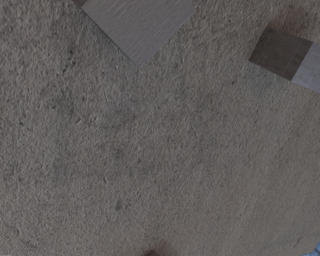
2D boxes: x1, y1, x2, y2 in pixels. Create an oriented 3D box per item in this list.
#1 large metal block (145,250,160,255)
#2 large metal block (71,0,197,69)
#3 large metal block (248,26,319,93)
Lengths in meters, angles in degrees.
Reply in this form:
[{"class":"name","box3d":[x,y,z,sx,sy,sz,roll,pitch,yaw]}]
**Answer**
[{"class":"large metal block","box3d":[-0.017,0.277,0.553,0.080,0.050,0.080,-37,129,-4]},{"class":"large metal block","box3d":[-0.025,-0.120,0.302,0.080,0.050,0.080,-45,129,3]},{"class":"large metal block","box3d":[0.183,-0.090,0.415,0.081,0.080,0.050,11,113,-33]}]
